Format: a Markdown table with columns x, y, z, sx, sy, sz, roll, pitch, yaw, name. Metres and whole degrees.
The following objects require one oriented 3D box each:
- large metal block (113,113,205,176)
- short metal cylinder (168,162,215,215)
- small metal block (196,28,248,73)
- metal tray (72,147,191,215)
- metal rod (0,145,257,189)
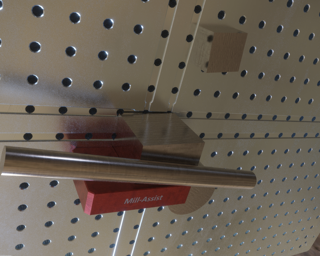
| x | y | z | sx | sy | sz | roll | pitch | yaw | name |
| --- | --- | --- | --- | --- | --- | --- | --- | --- | --- |
| -0.004 | 0.021 | 0.388 | 0.081 | 0.080 | 0.050 | -1 | 119 | -28 | large metal block |
| 0.036 | 0.083 | 0.468 | 0.081 | 0.050 | 0.079 | -14 | 125 | -21 | short metal cylinder |
| 0.078 | -0.099 | 0.395 | 0.050 | 0.025 | 0.050 | -7 | 122 | -25 | small metal block |
| -0.037 | 0.060 | 0.387 | 0.131 | 0.090 | 0.030 | 1 | 118 | -29 | metal tray |
| -0.004 | 0.049 | 0.336 | 0.302 | 0.025 | 0.025 | 10 | 113 | -33 | metal rod |
